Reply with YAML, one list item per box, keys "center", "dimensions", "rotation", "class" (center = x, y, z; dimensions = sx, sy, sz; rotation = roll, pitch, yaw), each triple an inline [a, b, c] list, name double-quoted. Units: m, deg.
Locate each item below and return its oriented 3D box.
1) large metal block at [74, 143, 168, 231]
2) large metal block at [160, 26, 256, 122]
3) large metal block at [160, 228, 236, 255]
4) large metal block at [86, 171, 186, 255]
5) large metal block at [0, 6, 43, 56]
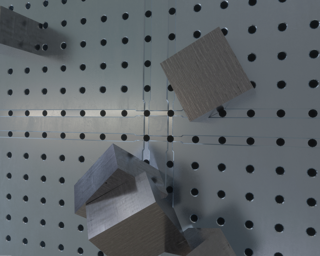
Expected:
- center: [-0.051, 0.079, 0.395]
  dimensions: [0.080, 0.080, 0.050]
  rotation: [-47, 32, 14]
  class: "large metal block"
- center: [0.059, -0.061, 0.379]
  dimensions: [0.080, 0.050, 0.080]
  rotation: [-29, 81, 17]
  class: "large metal block"
- center: [0.051, 0.164, 0.355]
  dimensions: [0.050, 0.080, 0.080]
  rotation: [-28, 85, -26]
  class: "large metal block"
- center: [-0.028, 0.110, 0.361]
  dimensions: [0.080, 0.050, 0.080]
  rotation: [-30, 125, 3]
  class: "large metal block"
- center: [-0.240, -0.144, 0.469]
  dimensions: [0.080, 0.080, 0.050]
  rotation: [7, 92, 20]
  class: "large metal block"
